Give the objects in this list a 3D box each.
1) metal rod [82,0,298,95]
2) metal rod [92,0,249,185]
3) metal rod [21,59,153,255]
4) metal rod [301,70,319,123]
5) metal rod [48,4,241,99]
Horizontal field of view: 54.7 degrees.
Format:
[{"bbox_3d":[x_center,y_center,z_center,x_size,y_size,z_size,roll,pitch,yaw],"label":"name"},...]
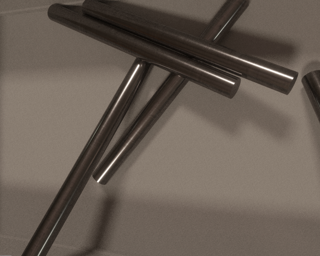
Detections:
[{"bbox_3d":[0.016,-0.109,0.381,0.300,0.025,0.025,28,99,26],"label":"metal rod"},{"bbox_3d":[0.006,-0.042,0.407,0.025,0.025,0.299,42,103,15],"label":"metal rod"},{"bbox_3d":[-0.089,0.039,0.389,0.025,0.025,0.299,24,78,18],"label":"metal rod"},{"bbox_3d":[0.191,0.071,0.277,0.025,0.025,0.299,-19,58,19],"label":"metal rod"},{"bbox_3d":[-0.037,-0.109,0.404,0.300,0.025,0.025,28,99,24],"label":"metal rod"}]
